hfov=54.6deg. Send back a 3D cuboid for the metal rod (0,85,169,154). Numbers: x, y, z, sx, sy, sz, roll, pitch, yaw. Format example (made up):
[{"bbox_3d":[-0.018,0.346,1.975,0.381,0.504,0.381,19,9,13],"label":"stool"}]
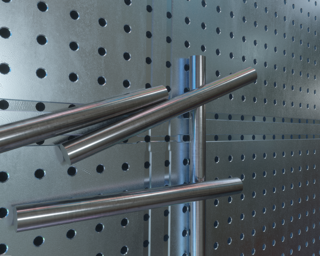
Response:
[{"bbox_3d":[-0.109,-0.003,0.317,0.302,0.025,0.025,-20,103,-38],"label":"metal rod"}]

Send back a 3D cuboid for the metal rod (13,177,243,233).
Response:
[{"bbox_3d":[-0.012,0.086,0.378,0.302,0.025,0.025,0,90,-34],"label":"metal rod"}]

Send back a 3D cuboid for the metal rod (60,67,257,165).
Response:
[{"bbox_3d":[0.020,-0.027,0.400,0.302,0.025,0.025,-25,106,-30],"label":"metal rod"}]

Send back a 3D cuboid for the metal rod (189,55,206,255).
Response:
[{"bbox_3d":[0.055,0.046,0.453,0.025,0.025,0.298,0,90,-40],"label":"metal rod"}]
